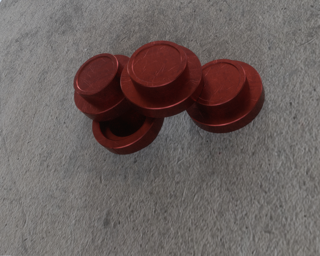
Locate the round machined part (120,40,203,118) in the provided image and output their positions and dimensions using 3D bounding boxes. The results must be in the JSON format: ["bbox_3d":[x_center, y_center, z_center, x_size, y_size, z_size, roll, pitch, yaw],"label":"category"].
[{"bbox_3d":[0.000,-0.064,0.365,0.098,0.042,0.098,-5,60,10],"label":"round machined part"}]

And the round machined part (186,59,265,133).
[{"bbox_3d":[0.075,-0.046,0.382,0.098,0.042,0.098,-13,56,20],"label":"round machined part"}]

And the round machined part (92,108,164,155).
[{"bbox_3d":[-0.038,-0.008,0.418,0.098,0.042,0.098,-13,56,20],"label":"round machined part"}]

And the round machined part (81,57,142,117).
[{"bbox_3d":[-0.082,-0.070,0.477,0.098,0.042,0.098,-13,56,20],"label":"round machined part"}]

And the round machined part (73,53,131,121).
[{"bbox_3d":[-0.075,-0.061,0.415,0.098,0.042,0.098,-13,56,20],"label":"round machined part"}]
